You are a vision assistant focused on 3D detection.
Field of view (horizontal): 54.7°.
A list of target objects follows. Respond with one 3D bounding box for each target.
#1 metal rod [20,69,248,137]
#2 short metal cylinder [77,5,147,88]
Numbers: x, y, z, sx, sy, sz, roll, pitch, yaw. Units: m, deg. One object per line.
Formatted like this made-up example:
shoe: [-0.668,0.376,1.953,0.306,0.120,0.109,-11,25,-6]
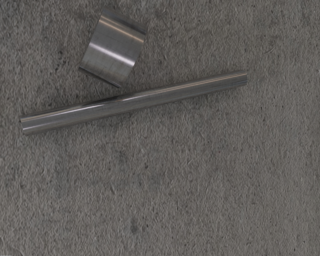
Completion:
metal rod: [-0.018,-0.038,0.402,0.302,0.025,0.025,-14,95,-20]
short metal cylinder: [-0.056,-0.093,0.359,0.050,0.080,0.080,23,83,-19]
